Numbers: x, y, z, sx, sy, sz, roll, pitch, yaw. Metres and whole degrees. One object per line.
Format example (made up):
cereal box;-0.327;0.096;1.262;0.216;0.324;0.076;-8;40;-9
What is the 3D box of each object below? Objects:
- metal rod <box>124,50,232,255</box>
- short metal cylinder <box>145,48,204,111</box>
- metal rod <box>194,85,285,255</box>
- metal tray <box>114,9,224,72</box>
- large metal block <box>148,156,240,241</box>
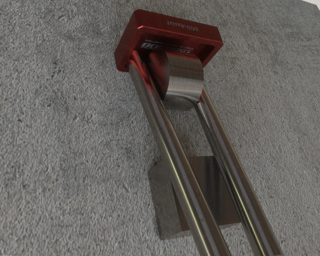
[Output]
metal rod;0.007;0.009;0.346;0.025;0.025;0.300;2;46;-28
short metal cylinder;0.015;-0.064;0.419;0.050;0.080;0.080;2;61;-28
metal rod;0.070;0.011;0.378;0.025;0.025;0.300;8;43;-24
metal tray;0.011;-0.112;0.439;0.131;0.090;0.030;2;61;-28
large metal block;0.039;0.080;0.361;0.081;0.050;0.080;2;61;-28
